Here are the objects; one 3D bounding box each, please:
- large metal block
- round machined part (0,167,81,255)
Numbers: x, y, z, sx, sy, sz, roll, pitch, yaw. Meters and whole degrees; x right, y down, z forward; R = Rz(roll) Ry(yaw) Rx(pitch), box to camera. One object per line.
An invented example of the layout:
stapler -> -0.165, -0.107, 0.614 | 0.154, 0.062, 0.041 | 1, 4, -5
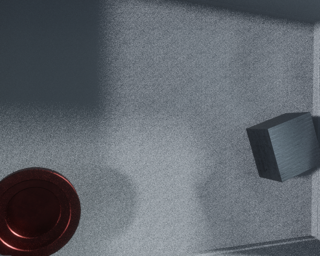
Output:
large metal block -> 0.188, 0.026, 0.469 | 0.081, 0.050, 0.080 | -20, 97, -19
round machined part -> -0.142, 0.093, 0.349 | 0.099, 0.042, 0.097 | 0, 90, -21
